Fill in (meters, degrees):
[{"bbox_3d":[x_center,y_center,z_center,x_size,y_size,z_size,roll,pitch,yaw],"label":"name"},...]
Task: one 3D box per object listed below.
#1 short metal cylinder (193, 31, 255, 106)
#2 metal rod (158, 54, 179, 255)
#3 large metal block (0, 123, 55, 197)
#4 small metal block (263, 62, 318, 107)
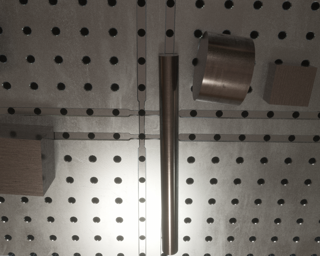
[{"bbox_3d":[0.071,-0.068,0.360,0.050,0.080,0.079,8,110,-3],"label":"short metal cylinder"},{"bbox_3d":[0.013,0.050,0.432,0.025,0.025,0.298,-1,110,0],"label":"metal rod"},{"bbox_3d":[-0.189,0.041,0.412,0.081,0.050,0.079,4,110,-2],"label":"large metal block"},{"bbox_3d":[0.165,-0.056,0.395,0.050,0.025,0.050,4,110,-2],"label":"small metal block"}]
